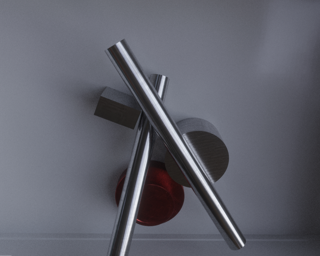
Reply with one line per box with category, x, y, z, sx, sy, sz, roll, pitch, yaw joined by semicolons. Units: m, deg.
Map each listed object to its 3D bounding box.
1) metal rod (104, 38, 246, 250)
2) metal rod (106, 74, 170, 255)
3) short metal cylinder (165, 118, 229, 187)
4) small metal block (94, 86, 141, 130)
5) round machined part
metal rod;0.028;0.033;0.370;0.025;0.025;0.299;-29;108;10
metal rod;-0.034;0.081;0.375;0.025;0.025;0.299;14;84;-5
short metal cylinder;0.046;0.032;0.410;0.081;0.050;0.079;0;110;-1
small metal block;-0.050;-0.026;0.388;0.050;0.050;0.025;21;109;-8
round machined part;-0.014;0.099;0.439;0.099;0.042;0.097;0;110;-1
